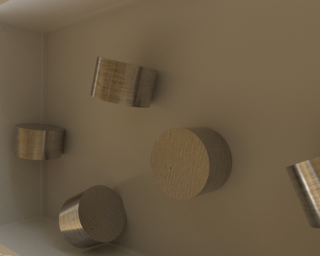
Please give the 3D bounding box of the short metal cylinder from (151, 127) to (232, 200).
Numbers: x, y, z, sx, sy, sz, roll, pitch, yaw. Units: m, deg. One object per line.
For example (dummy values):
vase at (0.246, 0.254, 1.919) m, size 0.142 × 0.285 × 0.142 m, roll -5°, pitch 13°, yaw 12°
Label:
short metal cylinder at (0.036, 0.039, 0.361) m, size 0.080 × 0.050 × 0.080 m, roll 0°, pitch 90°, yaw 40°

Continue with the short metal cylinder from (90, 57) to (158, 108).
short metal cylinder at (-0.047, -0.061, 0.410) m, size 0.080 × 0.081 × 0.050 m, roll 21°, pitch 104°, yaw 38°

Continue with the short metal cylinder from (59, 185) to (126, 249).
short metal cylinder at (-0.098, 0.129, 0.452) m, size 0.050 × 0.081 × 0.080 m, roll -30°, pitch 71°, yaw 36°

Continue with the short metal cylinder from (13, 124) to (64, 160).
short metal cylinder at (-0.213, 0.023, 0.548) m, size 0.080 × 0.081 × 0.050 m, roll 12°, pitch 98°, yaw 39°

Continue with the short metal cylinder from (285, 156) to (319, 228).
short metal cylinder at (0.150, 0.042, 0.247) m, size 0.080 × 0.081 × 0.050 m, roll -28°, pitch 72°, yaw 36°
